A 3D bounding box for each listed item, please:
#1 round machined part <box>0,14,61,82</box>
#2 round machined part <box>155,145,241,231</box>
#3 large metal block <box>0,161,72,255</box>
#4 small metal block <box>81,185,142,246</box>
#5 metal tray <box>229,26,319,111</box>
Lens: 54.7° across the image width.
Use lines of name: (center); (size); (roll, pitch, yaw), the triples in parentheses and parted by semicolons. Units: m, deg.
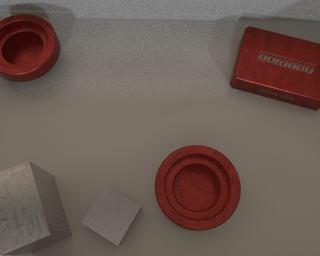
round machined part: (-0.190, -0.108, 0.438); (0.099, 0.042, 0.098); (0, 70, -1)
round machined part: (0.044, 0.073, 0.374); (0.099, 0.042, 0.098); (0, 70, -1)
large metal block: (-0.145, 0.091, 0.345); (0.050, 0.080, 0.080); (-22, 72, -8)
small metal block: (-0.057, 0.105, 0.371); (0.050, 0.025, 0.050); (28, 72, 9)
metal tray: (0.174, -0.086, 0.441); (0.131, 0.030, 0.090); (16, 71, 5)
